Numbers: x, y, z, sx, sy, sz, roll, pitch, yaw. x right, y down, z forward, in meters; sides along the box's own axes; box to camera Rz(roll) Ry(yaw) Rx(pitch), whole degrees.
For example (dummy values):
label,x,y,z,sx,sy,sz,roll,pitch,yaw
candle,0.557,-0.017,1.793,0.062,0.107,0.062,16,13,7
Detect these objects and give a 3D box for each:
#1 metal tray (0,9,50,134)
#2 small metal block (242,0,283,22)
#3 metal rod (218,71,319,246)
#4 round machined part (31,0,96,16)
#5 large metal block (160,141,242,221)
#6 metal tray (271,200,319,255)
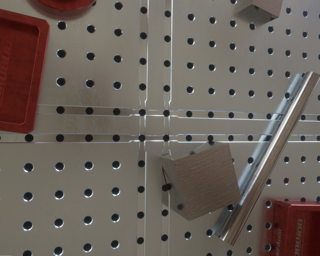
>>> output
label,x,y,z,sx,sy,sz,roll,pitch,yaw
metal tray,-0.179,-0.063,0.343,0.091,0.030,0.129,9,87,-20
small metal block,0.159,-0.198,0.473,0.050,0.025,0.050,16,84,-20
metal rod,0.173,0.040,0.478,0.025,0.025,0.300,35,78,-17
round machined part,-0.115,-0.186,0.361,0.099,0.042,0.097,0,90,-21
large metal block,0.055,0.068,0.421,0.081,0.050,0.080,-16,96,-20
metal tray,0.226,0.184,0.495,0.091,0.030,0.129,6,88,-20
